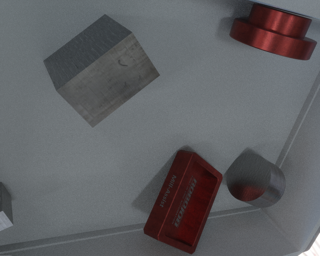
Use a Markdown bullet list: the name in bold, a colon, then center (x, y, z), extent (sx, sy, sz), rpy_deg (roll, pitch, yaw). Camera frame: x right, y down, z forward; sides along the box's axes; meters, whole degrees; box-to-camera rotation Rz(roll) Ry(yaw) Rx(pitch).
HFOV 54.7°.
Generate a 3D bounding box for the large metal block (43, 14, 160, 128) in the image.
- **large metal block**: center (-0.060, -0.059, 0.305), extent (0.080, 0.080, 0.050), rpy_deg (-39, 130, -3)

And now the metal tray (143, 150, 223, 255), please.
- **metal tray**: center (0.039, 0.109, 0.459), extent (0.090, 0.030, 0.130), rpy_deg (40, 68, -39)

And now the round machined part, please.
- **round machined part**: center (0.136, -0.117, 0.366), extent (0.099, 0.098, 0.042), rpy_deg (0, 120, -29)

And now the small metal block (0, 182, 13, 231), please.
- **small metal block**: center (-0.196, 0.094, 0.344), extent (0.050, 0.050, 0.025), rpy_deg (-23, 127, -15)

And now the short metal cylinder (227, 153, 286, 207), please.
- **short metal cylinder**: center (0.160, 0.088, 0.518), extent (0.050, 0.080, 0.080), rpy_deg (28, 103, -38)
